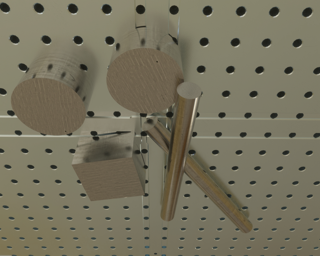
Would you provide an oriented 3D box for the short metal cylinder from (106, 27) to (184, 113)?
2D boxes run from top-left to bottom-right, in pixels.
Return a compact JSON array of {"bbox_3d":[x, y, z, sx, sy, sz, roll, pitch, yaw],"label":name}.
[{"bbox_3d":[-0.015,-0.063,0.342,0.081,0.050,0.079,0,130,0],"label":"short metal cylinder"}]

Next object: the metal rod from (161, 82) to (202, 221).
[{"bbox_3d":[0.021,0.057,0.426,0.025,0.025,0.298,2,140,-2],"label":"metal rod"}]

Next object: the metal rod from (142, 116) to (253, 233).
[{"bbox_3d":[0.072,0.087,0.486,0.025,0.025,0.300,-28,125,21],"label":"metal rod"}]

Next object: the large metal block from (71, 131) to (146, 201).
[{"bbox_3d":[-0.068,0.056,0.442,0.080,0.050,0.080,-8,130,6],"label":"large metal block"}]

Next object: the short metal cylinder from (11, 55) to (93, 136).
[{"bbox_3d":[-0.123,-0.037,0.362,0.081,0.050,0.079,0,130,0],"label":"short metal cylinder"}]
